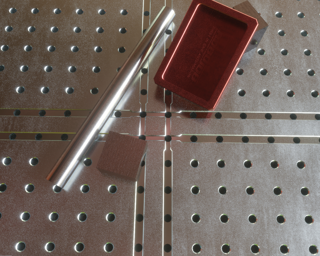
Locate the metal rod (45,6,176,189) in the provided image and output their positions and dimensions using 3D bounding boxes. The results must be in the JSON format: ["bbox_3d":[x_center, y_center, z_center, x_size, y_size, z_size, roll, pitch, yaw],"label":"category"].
[{"bbox_3d":[-0.059,-0.054,0.430,0.025,0.025,0.300,27,72,9],"label":"metal rod"}]

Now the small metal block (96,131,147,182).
[{"bbox_3d":[-0.047,0.037,0.398,0.050,0.025,0.050,15,71,5],"label":"small metal block"}]

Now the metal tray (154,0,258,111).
[{"bbox_3d":[0.061,-0.099,0.418,0.090,0.030,0.129,28,97,9],"label":"metal tray"}]

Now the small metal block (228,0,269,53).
[{"bbox_3d":[0.125,-0.147,0.453,0.025,0.050,0.050,-28,73,-11],"label":"small metal block"}]
